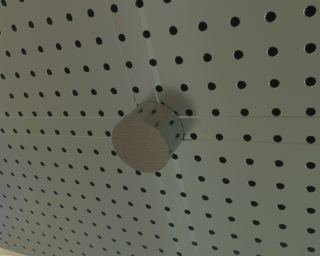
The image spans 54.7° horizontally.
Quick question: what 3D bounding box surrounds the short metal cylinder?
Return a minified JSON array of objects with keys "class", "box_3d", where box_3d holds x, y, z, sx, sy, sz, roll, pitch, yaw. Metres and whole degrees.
[{"class":"short metal cylinder","box_3d":[-0.016,0.012,0.408,0.080,0.050,0.079,13,124,20]}]
